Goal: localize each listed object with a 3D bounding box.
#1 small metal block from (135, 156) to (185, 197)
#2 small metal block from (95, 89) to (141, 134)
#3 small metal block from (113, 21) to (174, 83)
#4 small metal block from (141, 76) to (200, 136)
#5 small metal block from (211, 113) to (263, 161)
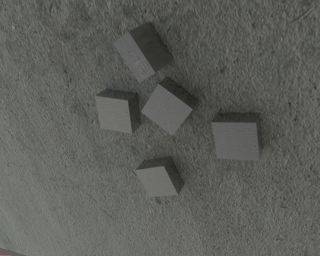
[{"bbox_3d":[0.000,0.072,0.451,0.050,0.025,0.050,-13,112,33],"label":"small metal block"},{"bbox_3d":[-0.056,-0.023,0.422,0.050,0.025,0.050,10,123,23],"label":"small metal block"},{"bbox_3d":[-0.017,-0.086,0.347,0.025,0.050,0.050,-25,105,37],"label":"small metal block"},{"bbox_3d":[0.012,-0.027,0.384,0.050,0.025,0.050,37,129,3],"label":"small metal block"},{"bbox_3d":[0.092,0.010,0.365,0.050,0.025,0.050,1,119,27],"label":"small metal block"}]
